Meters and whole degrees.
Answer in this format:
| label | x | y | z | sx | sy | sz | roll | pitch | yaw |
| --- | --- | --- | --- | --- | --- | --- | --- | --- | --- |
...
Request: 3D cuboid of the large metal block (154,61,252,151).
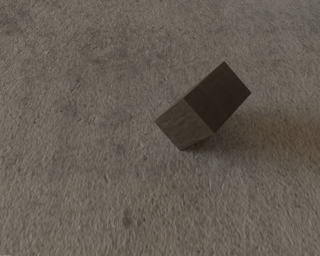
| label | x | y | z | sx | sy | sz | roll | pitch | yaw |
| --- | --- | --- | --- | --- | --- | --- | --- | --- | --- |
| large metal block | 0.050 | -0.025 | 0.380 | 0.050 | 0.080 | 0.080 | 49 | 60 | -3 |
